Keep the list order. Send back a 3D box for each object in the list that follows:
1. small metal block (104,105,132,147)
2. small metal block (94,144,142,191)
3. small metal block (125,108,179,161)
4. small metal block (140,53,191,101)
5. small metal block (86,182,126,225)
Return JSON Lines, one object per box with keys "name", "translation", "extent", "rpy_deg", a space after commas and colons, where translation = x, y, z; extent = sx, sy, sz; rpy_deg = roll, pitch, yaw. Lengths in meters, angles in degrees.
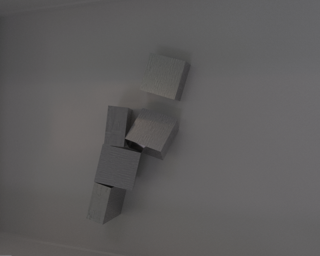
{"name": "small metal block", "translation": [-0.055, -0.002, 0.413], "extent": [0.025, 0.050, 0.050], "rpy_deg": [6, 90, 1]}
{"name": "small metal block", "translation": [-0.054, 0.050, 0.408], "extent": [0.050, 0.025, 0.050], "rpy_deg": [13, 91, 2]}
{"name": "small metal block", "translation": [-0.009, 0.007, 0.401], "extent": [0.050, 0.025, 0.050], "rpy_deg": [19, 63, 19]}
{"name": "small metal block", "translation": [0.007, -0.067, 0.408], "extent": [0.050, 0.025, 0.050], "rpy_deg": [18, 96, 19]}
{"name": "small metal block", "translation": [-0.071, 0.097, 0.422], "extent": [0.025, 0.050, 0.050], "rpy_deg": [15, 96, 19]}
